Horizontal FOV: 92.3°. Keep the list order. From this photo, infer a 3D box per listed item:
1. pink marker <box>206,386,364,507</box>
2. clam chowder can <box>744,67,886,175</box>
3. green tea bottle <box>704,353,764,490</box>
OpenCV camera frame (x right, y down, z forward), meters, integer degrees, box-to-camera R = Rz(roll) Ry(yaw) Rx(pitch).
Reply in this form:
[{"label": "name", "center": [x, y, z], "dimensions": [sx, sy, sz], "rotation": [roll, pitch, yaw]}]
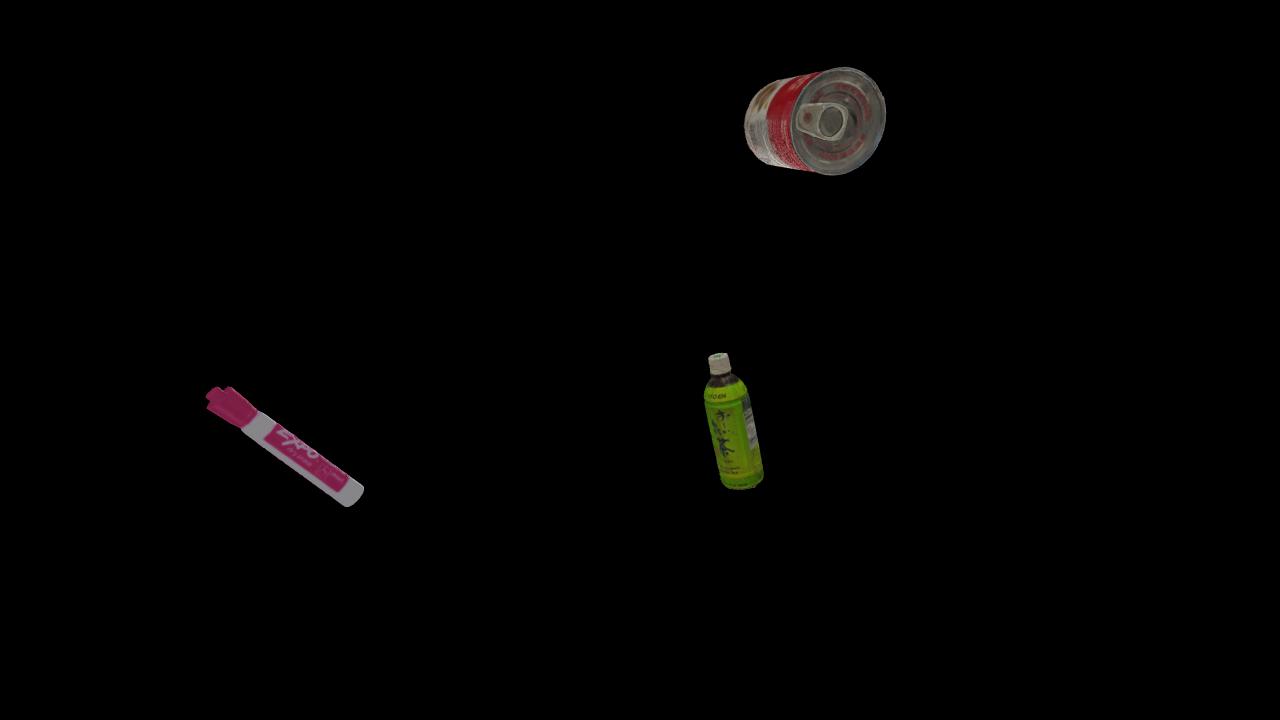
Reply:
[{"label": "pink marker", "center": [-0.241, 0.061, 0.421], "dimensions": [0.020, 0.020, 0.121], "rotation": [0, -42, 42]}, {"label": "clam chowder can", "center": [0.123, -0.174, 0.452], "dimensions": [0.068, 0.068, 0.102], "rotation": [0, 20, -10]}, {"label": "green tea bottle", "center": [0.140, 0.092, 0.945], "dimensions": [0.073, 0.212, 0.073], "rotation": [-11, 15, 3]}]
